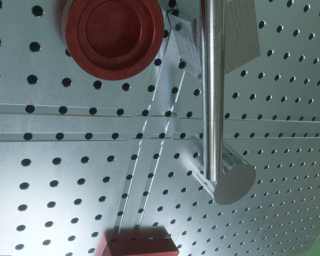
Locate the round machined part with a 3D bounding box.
[{"bbox_3d":[-0.049,-0.101,0.312,0.099,0.042,0.097,-14,125,-21],"label":"round machined part"}]

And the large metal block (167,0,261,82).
[{"bbox_3d":[0.065,-0.110,0.365,0.080,0.050,0.080,-30,129,-10],"label":"large metal block"}]

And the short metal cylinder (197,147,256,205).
[{"bbox_3d":[0.108,0.078,0.505,0.081,0.050,0.079,-14,124,-21],"label":"short metal cylinder"}]

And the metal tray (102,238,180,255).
[{"bbox_3d":[-0.040,0.237,0.535,0.131,0.030,0.089,11,113,-33],"label":"metal tray"}]

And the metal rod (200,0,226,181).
[{"bbox_3d":[0.059,-0.057,0.345,0.025,0.025,0.298,-19,127,-17],"label":"metal rod"}]
